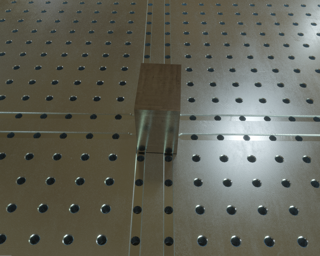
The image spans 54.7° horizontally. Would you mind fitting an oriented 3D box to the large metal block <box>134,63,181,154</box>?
[{"bbox_3d":[-0.001,-0.024,0.391,0.050,0.080,0.080,3,50,2],"label":"large metal block"}]
